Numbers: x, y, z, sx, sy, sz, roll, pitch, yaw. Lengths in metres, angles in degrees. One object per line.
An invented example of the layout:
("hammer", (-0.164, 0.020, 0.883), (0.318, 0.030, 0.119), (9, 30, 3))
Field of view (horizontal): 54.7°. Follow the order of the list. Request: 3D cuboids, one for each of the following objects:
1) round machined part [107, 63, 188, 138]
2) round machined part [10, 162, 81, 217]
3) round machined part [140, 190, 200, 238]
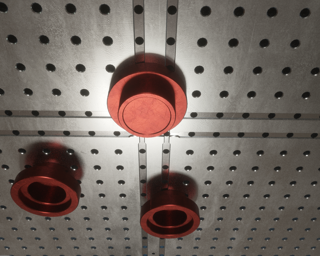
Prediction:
("round machined part", (-0.015, -0.026, 0.378), (0.099, 0.042, 0.097), (-1, 130, 0))
("round machined part", (-0.171, 0.091, 0.475), (0.099, 0.042, 0.097), (-1, 130, 0))
("round machined part", (0.016, 0.142, 0.522), (0.099, 0.042, 0.097), (-1, 130, 0))
